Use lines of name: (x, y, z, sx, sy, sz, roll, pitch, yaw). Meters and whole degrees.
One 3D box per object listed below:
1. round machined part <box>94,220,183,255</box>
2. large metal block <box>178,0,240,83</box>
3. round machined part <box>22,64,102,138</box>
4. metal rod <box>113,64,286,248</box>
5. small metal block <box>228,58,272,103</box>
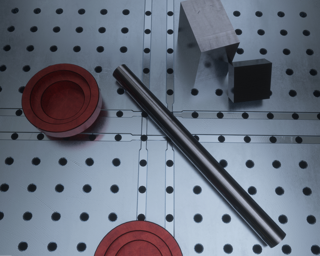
round machined part: (-0.023, 0.155, 0.346, 0.099, 0.042, 0.098, 0, 70, 0)
large metal block: (0.062, -0.121, 0.427, 0.050, 0.080, 0.080, -16, 71, -6)
round machined part: (-0.127, -0.033, 0.414, 0.099, 0.042, 0.098, 0, 70, 0)
metal rod: (0.041, 0.026, 0.402, 0.025, 0.025, 0.300, -39, 75, -13)
small metal block: (0.121, -0.064, 0.421, 0.050, 0.050, 0.025, -7, 26, -3)
